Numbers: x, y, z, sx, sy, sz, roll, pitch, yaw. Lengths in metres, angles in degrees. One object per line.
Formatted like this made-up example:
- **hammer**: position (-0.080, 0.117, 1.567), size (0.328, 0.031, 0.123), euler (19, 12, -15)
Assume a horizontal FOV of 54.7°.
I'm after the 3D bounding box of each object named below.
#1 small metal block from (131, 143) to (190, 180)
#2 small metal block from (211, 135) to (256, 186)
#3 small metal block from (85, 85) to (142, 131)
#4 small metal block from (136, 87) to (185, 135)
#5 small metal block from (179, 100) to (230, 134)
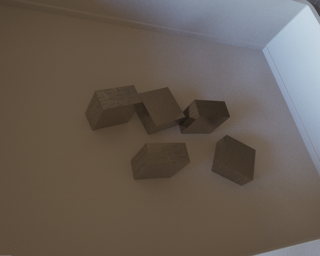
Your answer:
- **small metal block**: position (-0.001, 0.039, 0.365), size (0.050, 0.050, 0.025), euler (1, 61, -28)
- **small metal block**: position (0.104, 0.045, 0.434), size (0.050, 0.025, 0.050), euler (27, 52, -11)
- **small metal block**: position (-0.057, -0.024, 0.374), size (0.050, 0.050, 0.025), euler (-14, 70, -34)
- **small metal block**: position (-0.002, -0.024, 0.419), size (0.050, 0.025, 0.050), euler (-18, 71, -35)
- **small metal block**: position (0.059, -0.014, 0.430), size (0.050, 0.050, 0.025), euler (0, 62, -28)
